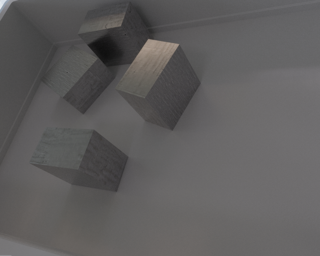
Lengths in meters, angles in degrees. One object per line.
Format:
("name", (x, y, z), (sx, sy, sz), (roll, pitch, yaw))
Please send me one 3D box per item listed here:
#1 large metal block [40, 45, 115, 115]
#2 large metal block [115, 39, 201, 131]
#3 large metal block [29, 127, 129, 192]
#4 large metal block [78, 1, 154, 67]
("large metal block", (-0.136, -0.081, 0.511), (0.080, 0.050, 0.080), (33, 80, 38))
("large metal block", (0.001, -0.055, 0.404), (0.050, 0.080, 0.080), (21, 73, 36))
("large metal block", (-0.101, 0.041, 0.399), (0.080, 0.080, 0.050), (2, 63, 29))
("large metal block", (-0.068, -0.147, 0.497), (0.080, 0.080, 0.050), (0, 62, 28))
